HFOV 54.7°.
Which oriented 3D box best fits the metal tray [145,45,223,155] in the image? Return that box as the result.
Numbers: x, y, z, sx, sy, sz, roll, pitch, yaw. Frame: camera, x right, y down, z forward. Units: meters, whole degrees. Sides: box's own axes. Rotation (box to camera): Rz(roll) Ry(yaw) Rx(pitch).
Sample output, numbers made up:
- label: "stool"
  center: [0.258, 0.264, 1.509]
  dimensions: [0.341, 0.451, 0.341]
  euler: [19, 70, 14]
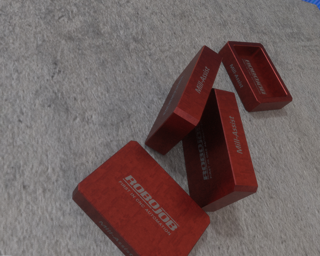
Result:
- label: "metal tray"
  center: [0.032, -0.037, 0.403]
  dimensions: [0.030, 0.090, 0.130]
  euler: [32, 51, -8]

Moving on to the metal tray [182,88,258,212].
- label: "metal tray"
  center: [0.066, 0.028, 0.382]
  dimensions: [0.030, 0.090, 0.130]
  euler: [8, 58, -24]

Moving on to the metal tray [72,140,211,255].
- label: "metal tray"
  center: [-0.018, 0.088, 0.339]
  dimensions: [0.130, 0.030, 0.091]
  euler: [46, 51, 3]

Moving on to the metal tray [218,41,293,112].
- label: "metal tray"
  center: [0.169, -0.093, 0.550]
  dimensions: [0.091, 0.030, 0.130]
  euler: [-6, 65, -31]
